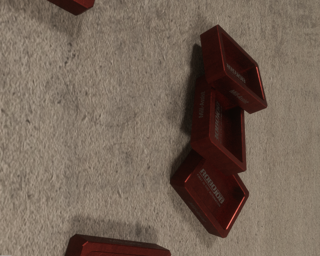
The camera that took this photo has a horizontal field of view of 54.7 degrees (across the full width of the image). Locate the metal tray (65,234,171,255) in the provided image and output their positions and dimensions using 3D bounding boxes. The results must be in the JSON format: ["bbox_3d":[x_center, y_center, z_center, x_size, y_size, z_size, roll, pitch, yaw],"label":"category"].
[{"bbox_3d":[-0.052,0.179,0.359,0.131,0.030,0.090,24,75,-38],"label":"metal tray"}]

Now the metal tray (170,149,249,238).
[{"bbox_3d":[0.080,0.092,0.471,0.090,0.030,0.130,-51,120,-28],"label":"metal tray"}]

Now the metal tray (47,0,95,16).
[{"bbox_3d":[-0.119,-0.183,0.301,0.131,0.030,0.090,20,78,-39],"label":"metal tray"}]

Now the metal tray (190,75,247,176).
[{"bbox_3d":[0.086,-0.008,0.444,0.090,0.030,0.130,39,44,-33],"label":"metal tray"}]

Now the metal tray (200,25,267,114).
[{"bbox_3d":[0.114,-0.085,0.471,0.131,0.030,0.090,25,52,-43],"label":"metal tray"}]
